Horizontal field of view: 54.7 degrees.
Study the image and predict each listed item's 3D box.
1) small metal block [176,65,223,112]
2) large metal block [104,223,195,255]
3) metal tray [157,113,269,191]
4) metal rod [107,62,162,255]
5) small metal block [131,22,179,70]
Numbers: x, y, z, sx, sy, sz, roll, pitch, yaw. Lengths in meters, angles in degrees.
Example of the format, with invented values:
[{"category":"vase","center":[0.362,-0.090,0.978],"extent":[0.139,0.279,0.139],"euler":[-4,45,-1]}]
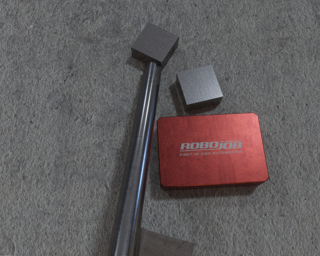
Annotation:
[{"category":"small metal block","center":[0.053,-0.055,0.429],"extent":[0.050,0.025,0.050],"euler":[-14,71,-5]},{"category":"large metal block","center":[-0.012,0.136,0.329],"extent":[0.080,0.080,0.050],"euler":[15,71,5]},{"category":"metal tray","center":[0.063,0.030,0.395],"extent":[0.131,0.030,0.090],"euler":[-3,70,-2]},{"category":"metal rod","center":[-0.023,0.028,0.342],"extent":[0.025,0.025,0.300],"euler":[5,49,2]},{"category":"small metal block","center":[-0.007,-0.119,0.451],"extent":[0.050,0.025,0.050],"euler":[28,72,9]}]
